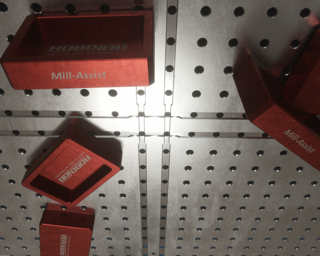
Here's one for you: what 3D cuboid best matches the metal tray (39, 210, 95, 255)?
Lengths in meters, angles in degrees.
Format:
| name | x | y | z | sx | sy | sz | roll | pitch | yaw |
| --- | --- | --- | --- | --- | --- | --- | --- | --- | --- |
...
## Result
| name | x | y | z | sx | sy | sz | roll | pitch | yaw |
| --- | --- | --- | --- | --- | --- | --- | --- | --- | --- |
| metal tray | -0.175 | 0.208 | 0.583 | 0.091 | 0.030 | 0.129 | 9 | 130 | -9 |

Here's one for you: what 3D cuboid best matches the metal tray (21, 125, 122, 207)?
| name | x | y | z | sx | sy | sz | roll | pitch | yaw |
| --- | --- | --- | --- | --- | --- | --- | --- | --- | --- |
| metal tray | -0.130 | 0.061 | 0.458 | 0.090 | 0.030 | 0.130 | 35 | 122 | -27 |

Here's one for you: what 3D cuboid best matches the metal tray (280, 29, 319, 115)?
| name | x | y | z | sx | sy | sz | roll | pitch | yaw |
| --- | --- | --- | --- | --- | --- | --- | --- | --- | --- |
| metal tray | 0.221 | -0.054 | 0.358 | 0.131 | 0.030 | 0.089 | 11 | 125 | -13 |

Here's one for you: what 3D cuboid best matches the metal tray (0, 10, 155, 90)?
| name | x | y | z | sx | sy | sz | roll | pitch | yaw |
| --- | --- | --- | --- | --- | --- | --- | --- | --- | --- |
| metal tray | -0.071 | -0.078 | 0.299 | 0.131 | 0.090 | 0.030 | -1 | 136 | 0 |

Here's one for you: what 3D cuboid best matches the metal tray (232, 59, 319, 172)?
| name | x | y | z | sx | sy | sz | roll | pitch | yaw |
| --- | --- | --- | --- | --- | --- | --- | --- | --- | --- |
| metal tray | 0.146 | -0.015 | 0.358 | 0.131 | 0.090 | 0.030 | 31 | 123 | -24 |
